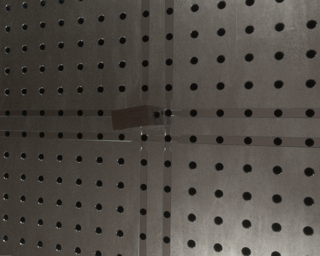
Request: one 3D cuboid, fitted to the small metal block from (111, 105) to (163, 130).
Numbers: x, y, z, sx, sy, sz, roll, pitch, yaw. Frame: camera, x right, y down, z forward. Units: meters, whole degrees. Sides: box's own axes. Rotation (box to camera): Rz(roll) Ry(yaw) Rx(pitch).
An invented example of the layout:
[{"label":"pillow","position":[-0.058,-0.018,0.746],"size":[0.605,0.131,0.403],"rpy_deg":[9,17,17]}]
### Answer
[{"label":"small metal block","position":[-0.029,-0.013,0.409],"size":[0.050,0.050,0.025],"rpy_deg":[-8,88,19]}]
